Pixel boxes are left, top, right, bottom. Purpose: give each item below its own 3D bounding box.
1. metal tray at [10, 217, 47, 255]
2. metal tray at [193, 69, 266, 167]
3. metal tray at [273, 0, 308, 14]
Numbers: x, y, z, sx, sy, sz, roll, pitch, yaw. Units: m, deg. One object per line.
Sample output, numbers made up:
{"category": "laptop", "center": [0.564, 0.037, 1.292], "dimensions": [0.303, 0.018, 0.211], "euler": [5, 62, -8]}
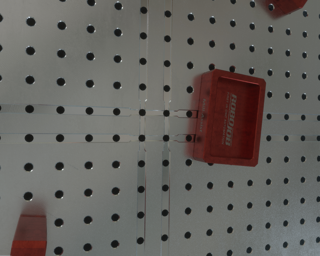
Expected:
{"category": "metal tray", "center": [-0.145, 0.169, 0.325], "dimensions": [0.030, 0.090, 0.129], "euler": [9, 87, -20]}
{"category": "metal tray", "center": [0.102, -0.013, 0.449], "dimensions": [0.091, 0.030, 0.129], "euler": [7, 88, -20]}
{"category": "metal tray", "center": [0.190, -0.257, 0.482], "dimensions": [0.130, 0.030, 0.090], "euler": [39, 77, -16]}
